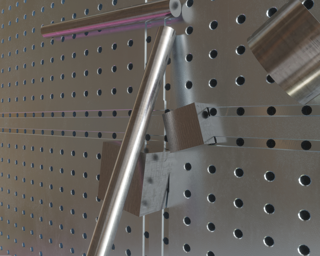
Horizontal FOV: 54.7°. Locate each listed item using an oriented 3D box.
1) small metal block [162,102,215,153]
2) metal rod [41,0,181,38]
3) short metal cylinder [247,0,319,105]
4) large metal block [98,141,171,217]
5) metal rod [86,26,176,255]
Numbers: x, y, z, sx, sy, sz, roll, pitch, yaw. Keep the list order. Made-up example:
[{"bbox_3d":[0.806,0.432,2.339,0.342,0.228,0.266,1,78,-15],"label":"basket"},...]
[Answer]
[{"bbox_3d":[0.034,0.000,0.380,0.050,0.025,0.050,-19,78,38],"label":"small metal block"},{"bbox_3d":[-0.096,-0.167,0.485,0.300,0.025,0.025,7,94,39],"label":"metal rod"},{"bbox_3d":[0.123,-0.067,0.271,0.050,0.081,0.080,-42,65,32],"label":"short metal cylinder"},{"bbox_3d":[-0.035,0.064,0.420,0.080,0.050,0.079,11,97,39],"label":"large metal block"},{"bbox_3d":[-0.032,0.015,0.373,0.025,0.025,0.299,7,76,39],"label":"metal rod"}]
